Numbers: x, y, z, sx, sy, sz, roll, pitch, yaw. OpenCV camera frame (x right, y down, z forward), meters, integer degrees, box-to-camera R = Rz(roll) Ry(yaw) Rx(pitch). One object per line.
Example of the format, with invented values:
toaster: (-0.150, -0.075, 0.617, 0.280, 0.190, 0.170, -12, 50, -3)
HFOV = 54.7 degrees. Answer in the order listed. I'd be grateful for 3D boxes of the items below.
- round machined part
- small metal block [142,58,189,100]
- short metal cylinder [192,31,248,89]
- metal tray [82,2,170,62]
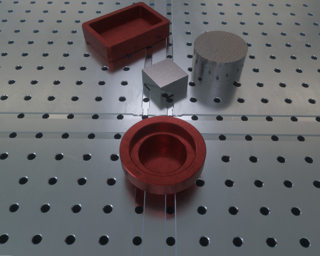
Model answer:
round machined part: (0.003, 0.035, 0.367, 0.099, 0.042, 0.098, 0, 50, 0)
small metal block: (0.007, -0.076, 0.471, 0.050, 0.025, 0.050, -28, 55, -21)
short metal cylinder: (0.091, -0.107, 0.482, 0.081, 0.050, 0.080, 0, 50, 0)
metal tray: (-0.059, -0.174, 0.549, 0.131, 0.030, 0.090, -31, 57, -23)
